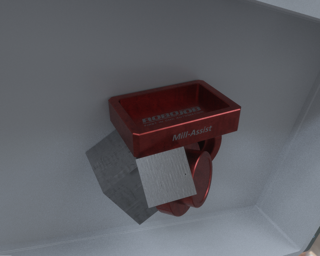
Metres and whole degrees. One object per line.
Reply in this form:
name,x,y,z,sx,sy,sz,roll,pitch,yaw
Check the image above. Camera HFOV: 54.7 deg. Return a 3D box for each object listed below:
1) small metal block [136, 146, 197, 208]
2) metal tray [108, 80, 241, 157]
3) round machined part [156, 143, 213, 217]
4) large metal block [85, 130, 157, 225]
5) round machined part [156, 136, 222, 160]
small metal block,0.006,0.050,0.322,0.050,0.025,0.050,-15,87,-5
metal tray,0.016,-0.017,0.364,0.131,0.090,0.030,-14,125,-21
round machined part,0.033,0.059,0.377,0.099,0.042,0.097,-21,114,-59
large metal block,-0.040,0.060,0.388,0.050,0.080,0.080,-38,130,-3
round machined part,0.033,0.018,0.428,0.099,0.042,0.097,-14,125,-21
